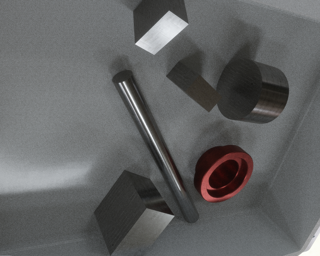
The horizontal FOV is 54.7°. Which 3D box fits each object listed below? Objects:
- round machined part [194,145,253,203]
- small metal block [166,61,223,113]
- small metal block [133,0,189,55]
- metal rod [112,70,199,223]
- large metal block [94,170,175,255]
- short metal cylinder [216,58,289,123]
[{"bbox_3d":[0.096,0.068,0.495,0.099,0.042,0.097,-14,125,-21],"label":"round machined part"},{"bbox_3d":[0.042,-0.052,0.385,0.025,0.050,0.050,-50,129,7],"label":"small metal block"},{"bbox_3d":[-0.001,-0.111,0.312,0.025,0.050,0.050,22,139,-37],"label":"small metal block"},{"bbox_3d":[0.007,0.048,0.443,0.025,0.025,0.299,-32,129,-8],"label":"metal rod"},{"bbox_3d":[-0.038,0.119,0.427,0.050,0.080,0.080,28,103,-38],"label":"large metal block"},{"bbox_3d":[0.121,-0.048,0.412,0.050,0.080,0.079,6,115,-32],"label":"short metal cylinder"}]
